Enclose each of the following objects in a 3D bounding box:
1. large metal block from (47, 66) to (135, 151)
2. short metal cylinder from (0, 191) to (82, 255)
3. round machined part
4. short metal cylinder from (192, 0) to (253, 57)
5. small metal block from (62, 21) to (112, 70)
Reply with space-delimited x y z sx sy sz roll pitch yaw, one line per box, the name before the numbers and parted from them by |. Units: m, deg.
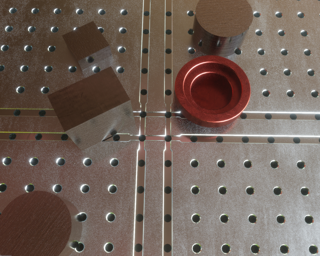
large metal block | -0.081 -0.021 0.389 0.080 0.080 0.050 -27 73 -10
short metal cylinder | -0.135 0.116 0.355 0.081 0.050 0.080 0 70 0
round machined part | 0.068 -0.046 0.420 0.099 0.042 0.098 0 70 -1
short metal cylinder | 0.090 -0.152 0.455 0.081 0.050 0.080 0 70 -1
small metal block | -0.106 -0.121 0.455 0.050 0.025 0.050 -30 73 -11
